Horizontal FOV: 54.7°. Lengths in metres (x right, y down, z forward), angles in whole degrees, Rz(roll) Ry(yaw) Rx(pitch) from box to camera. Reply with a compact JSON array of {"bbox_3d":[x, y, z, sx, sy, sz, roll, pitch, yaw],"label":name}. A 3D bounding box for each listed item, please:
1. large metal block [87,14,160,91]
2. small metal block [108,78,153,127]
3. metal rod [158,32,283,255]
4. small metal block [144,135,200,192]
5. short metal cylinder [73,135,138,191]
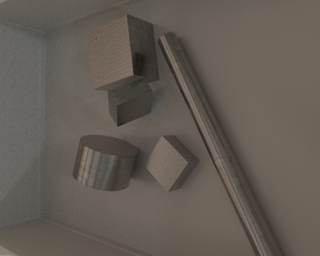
[{"bbox_3d":[-0.052,-0.099,0.431,0.080,0.050,0.080,-11,83,39],"label":"large metal block"},{"bbox_3d":[-0.039,-0.033,0.408,0.025,0.050,0.050,56,158,24],"label":"small metal block"},{"bbox_3d":[0.064,0.017,0.352,0.025,0.025,0.299,-35,69,34],"label":"metal rod"},{"bbox_3d":[0.014,0.044,0.394,0.050,0.025,0.050,46,117,30],"label":"small metal block"},{"bbox_3d":[-0.076,0.046,0.431,0.080,0.081,0.050,25,106,37],"label":"short metal cylinder"}]
